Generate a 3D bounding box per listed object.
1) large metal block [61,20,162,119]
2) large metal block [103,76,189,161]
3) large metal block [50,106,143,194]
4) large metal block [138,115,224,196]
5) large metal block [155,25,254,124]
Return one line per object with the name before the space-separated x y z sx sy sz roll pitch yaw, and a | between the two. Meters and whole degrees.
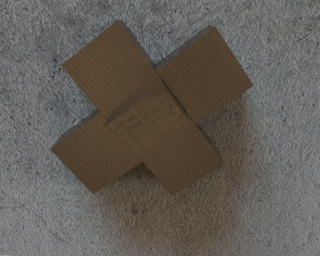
large metal block | -0.054 -0.070 0.370 0.080 0.050 0.080 -35 107 11
large metal block | -0.016 -0.017 0.375 0.080 0.080 0.050 -34 107 11
large metal block | -0.078 0.025 0.405 0.080 0.050 0.080 -35 107 11
large metal block | 0.024 0.028 0.408 0.080 0.050 0.080 -35 107 11
large metal block | 0.051 -0.065 0.374 0.080 0.050 0.080 -35 107 11
